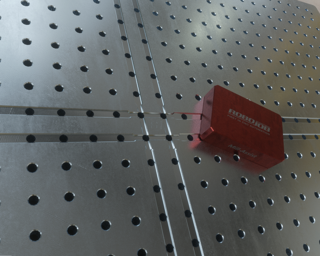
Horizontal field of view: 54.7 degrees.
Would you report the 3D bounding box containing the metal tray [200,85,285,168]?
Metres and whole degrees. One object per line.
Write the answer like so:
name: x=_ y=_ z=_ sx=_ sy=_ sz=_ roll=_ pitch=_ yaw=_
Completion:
metal tray: x=0.129 y=-0.002 z=0.478 sx=0.131 sy=0.030 sz=0.090 roll=23 pitch=53 yaw=-15
